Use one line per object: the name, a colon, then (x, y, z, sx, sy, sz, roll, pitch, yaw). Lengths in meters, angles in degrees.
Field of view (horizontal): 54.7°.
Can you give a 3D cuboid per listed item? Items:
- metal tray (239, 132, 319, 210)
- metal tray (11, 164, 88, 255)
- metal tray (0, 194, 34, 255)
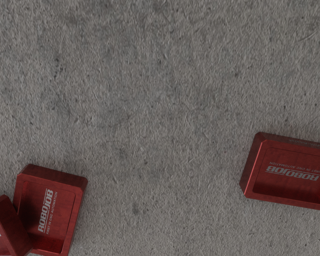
metal tray: (0.187, 0.062, 0.431, 0.131, 0.030, 0.089, 10, 110, -4)
metal tray: (-0.165, 0.124, 0.451, 0.091, 0.030, 0.129, 16, 109, -6)
metal tray: (-0.254, 0.153, 0.438, 0.130, 0.030, 0.090, -19, 99, 19)
